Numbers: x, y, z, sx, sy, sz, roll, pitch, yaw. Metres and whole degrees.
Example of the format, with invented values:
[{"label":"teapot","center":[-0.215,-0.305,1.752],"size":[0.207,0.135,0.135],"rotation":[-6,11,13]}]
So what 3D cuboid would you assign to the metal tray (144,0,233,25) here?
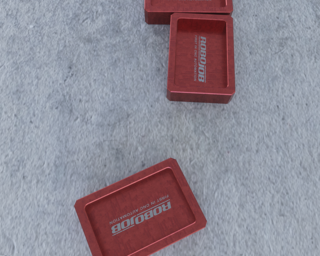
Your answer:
[{"label":"metal tray","center":[0.043,-0.207,0.481],"size":[0.131,0.030,0.090],"rotation":[0,70,-1]}]

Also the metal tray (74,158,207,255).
[{"label":"metal tray","center":[-0.023,0.103,0.367],"size":[0.131,0.030,0.090],"rotation":[-24,72,-9]}]

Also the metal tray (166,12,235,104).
[{"label":"metal tray","center":[0.058,-0.101,0.443],"size":[0.091,0.030,0.130],"rotation":[3,70,0]}]
